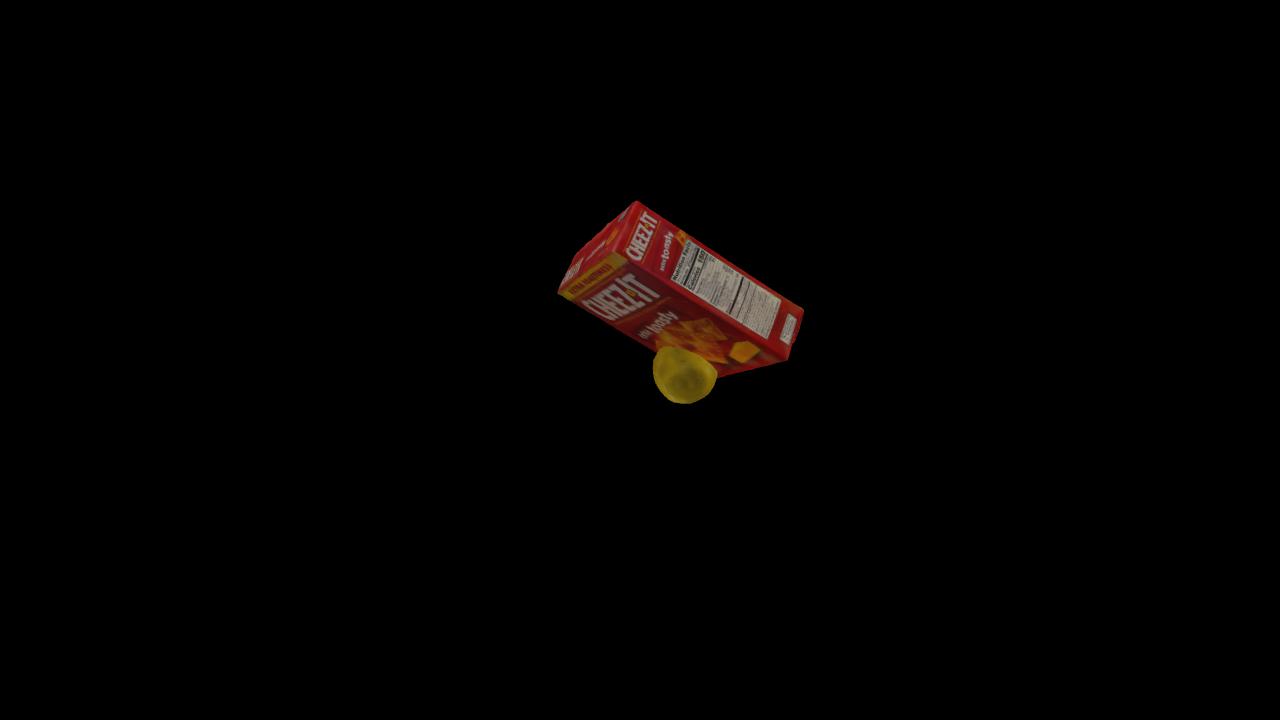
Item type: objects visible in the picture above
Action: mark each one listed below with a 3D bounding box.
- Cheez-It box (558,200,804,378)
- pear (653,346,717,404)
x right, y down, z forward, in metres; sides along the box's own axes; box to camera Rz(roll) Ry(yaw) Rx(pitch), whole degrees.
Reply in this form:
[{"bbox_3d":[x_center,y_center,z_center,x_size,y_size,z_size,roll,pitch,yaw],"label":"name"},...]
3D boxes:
[{"bbox_3d":[0.039,-0.063,0.678,0.223,0.071,0.166,30,-22,-19],"label":"Cheez-It box"},{"bbox_3d":[0.054,0.004,0.749,0.080,0.080,0.111,0,25,7],"label":"pear"}]
